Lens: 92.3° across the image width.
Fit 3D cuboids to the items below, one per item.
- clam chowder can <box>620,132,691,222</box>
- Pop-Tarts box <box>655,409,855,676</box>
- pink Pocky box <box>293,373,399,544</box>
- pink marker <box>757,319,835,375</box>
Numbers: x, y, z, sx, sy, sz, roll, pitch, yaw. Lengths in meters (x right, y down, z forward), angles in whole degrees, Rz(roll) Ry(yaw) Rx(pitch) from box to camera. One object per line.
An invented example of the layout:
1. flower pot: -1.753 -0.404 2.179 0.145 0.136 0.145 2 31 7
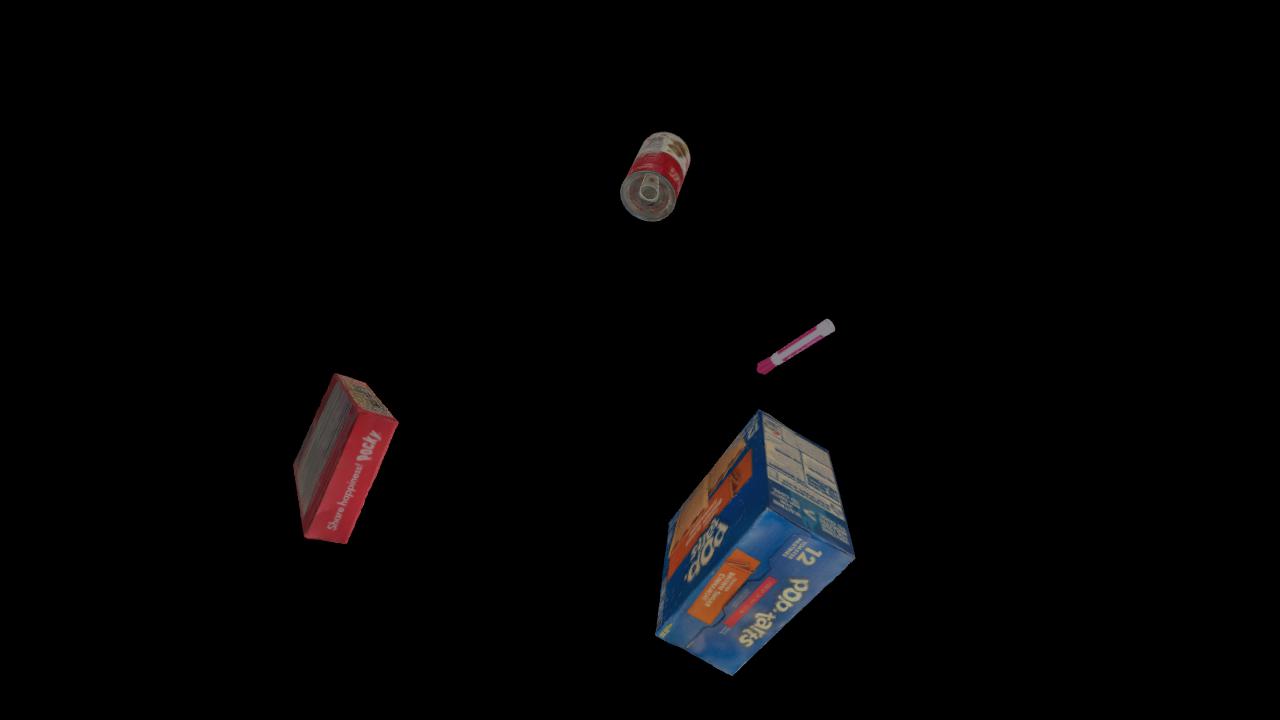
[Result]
1. clam chowder can: 0.021 -0.226 0.753 0.068 0.102 0.068 10 -42 9
2. Pop-Tarts box: 0.093 0.155 0.538 0.083 0.167 0.141 29 27 -7
3. pink Pocky box: -0.214 0.062 0.439 0.029 0.084 0.155 24 -6 -32
4. pink marker: 0.201 -0.015 0.806 0.020 0.020 0.121 0 -29 -47
